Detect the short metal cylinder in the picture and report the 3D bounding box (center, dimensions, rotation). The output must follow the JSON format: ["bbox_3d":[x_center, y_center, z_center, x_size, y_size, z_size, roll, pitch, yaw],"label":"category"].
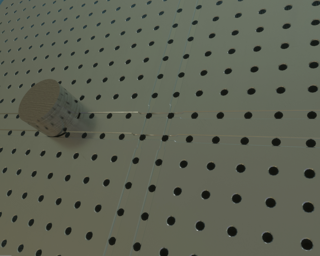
[{"bbox_3d":[-0.179,-0.032,0.504,0.080,0.050,0.080,-13,56,20],"label":"short metal cylinder"}]
